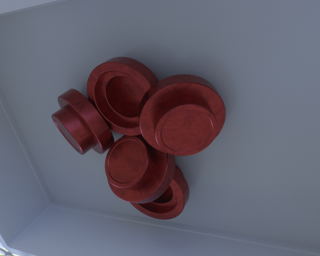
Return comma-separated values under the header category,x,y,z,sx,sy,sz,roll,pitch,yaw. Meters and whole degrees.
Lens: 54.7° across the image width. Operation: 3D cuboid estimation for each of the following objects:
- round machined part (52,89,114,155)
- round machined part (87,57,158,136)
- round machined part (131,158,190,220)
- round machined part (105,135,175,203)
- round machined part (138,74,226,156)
category,x,y,z,sx,sy,sz,roll,pitch,yaw
round machined part,-0.110,-0.002,0.424,0.098,0.042,0.098,41,156,23
round machined part,-0.039,-0.042,0.389,0.098,0.042,0.097,13,124,21
round machined part,-0.003,0.081,0.447,0.098,0.042,0.097,13,124,21
round machined part,-0.033,0.047,0.405,0.098,0.098,0.042,-6,159,31
round machined part,0.026,-0.007,0.348,0.099,0.042,0.097,-4,125,-6
